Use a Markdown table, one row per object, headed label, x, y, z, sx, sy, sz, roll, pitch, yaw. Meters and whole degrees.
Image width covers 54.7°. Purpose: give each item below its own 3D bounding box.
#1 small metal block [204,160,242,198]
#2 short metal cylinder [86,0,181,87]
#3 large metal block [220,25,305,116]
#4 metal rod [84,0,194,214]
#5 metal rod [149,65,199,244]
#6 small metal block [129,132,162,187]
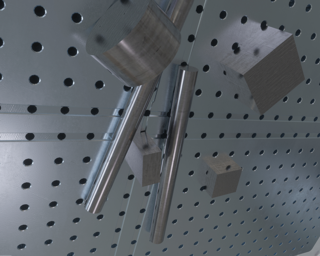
| label | x | y | z | sx | sy | sz | roll | pitch | yaw |
| --- | --- | --- | --- | --- | --- | --- | --- | --- | --- |
| small metal block | 0.106 | 0.086 | 0.523 | 0.050 | 0.025 | 0.050 | -8 | 122 | -25 |
| short metal cylinder | -0.026 | -0.088 | 0.307 | 0.080 | 0.080 | 0.050 | -46 | 129 | 4 |
| large metal block | 0.141 | -0.078 | 0.424 | 0.080 | 0.050 | 0.080 | -40 | 130 | -1 |
| metal rod | -0.033 | -0.018 | 0.382 | 0.025 | 0.025 | 0.298 | 12 | 112 | -34 |
| metal rod | 0.015 | 0.056 | 0.454 | 0.025 | 0.025 | 0.298 | -6 | 121 | -26 |
| small metal block | -0.021 | 0.040 | 0.409 | 0.025 | 0.050 | 0.050 | -11 | 123 | -23 |
